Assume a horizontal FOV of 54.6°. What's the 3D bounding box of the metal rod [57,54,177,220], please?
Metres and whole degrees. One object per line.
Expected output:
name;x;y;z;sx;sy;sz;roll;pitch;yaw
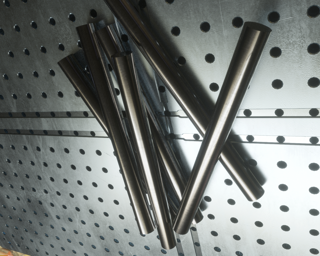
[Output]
metal rod;-0.050;0.028;0.455;0.025;0.025;0.299;-23;106;36

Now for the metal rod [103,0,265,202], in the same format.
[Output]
metal rod;0.035;-0.032;0.373;0.025;0.025;0.300;-29;103;37

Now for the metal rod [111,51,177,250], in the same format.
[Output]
metal rod;-0.014;0.048;0.414;0.025;0.025;0.298;2;120;27

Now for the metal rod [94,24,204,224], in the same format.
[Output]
metal rod;-0.007;0.008;0.420;0.025;0.025;0.299;-13;112;33

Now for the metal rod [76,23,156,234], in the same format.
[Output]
metal rod;-0.055;0.012;0.423;0.025;0.025;0.298;-5;108;30

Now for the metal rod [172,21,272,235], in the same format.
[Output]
metal rod;0.059;0.027;0.363;0.025;0.025;0.298;24;127;14
